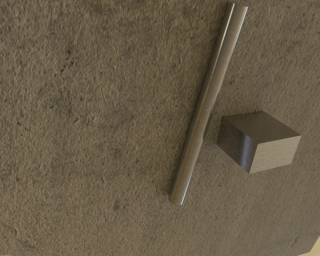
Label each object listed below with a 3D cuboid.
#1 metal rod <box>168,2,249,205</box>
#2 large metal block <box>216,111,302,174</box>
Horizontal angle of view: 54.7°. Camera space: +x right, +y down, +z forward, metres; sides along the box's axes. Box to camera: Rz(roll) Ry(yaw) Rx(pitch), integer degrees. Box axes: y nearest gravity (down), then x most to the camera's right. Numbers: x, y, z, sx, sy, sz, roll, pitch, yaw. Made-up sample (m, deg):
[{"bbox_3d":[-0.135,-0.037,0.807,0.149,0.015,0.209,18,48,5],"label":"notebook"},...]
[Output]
[{"bbox_3d":[0.059,-0.016,0.431,0.025,0.025,0.298,0,119,-29],"label":"metal rod"},{"bbox_3d":[0.145,0.018,0.464,0.081,0.080,0.050,-8,122,-25],"label":"large metal block"}]
